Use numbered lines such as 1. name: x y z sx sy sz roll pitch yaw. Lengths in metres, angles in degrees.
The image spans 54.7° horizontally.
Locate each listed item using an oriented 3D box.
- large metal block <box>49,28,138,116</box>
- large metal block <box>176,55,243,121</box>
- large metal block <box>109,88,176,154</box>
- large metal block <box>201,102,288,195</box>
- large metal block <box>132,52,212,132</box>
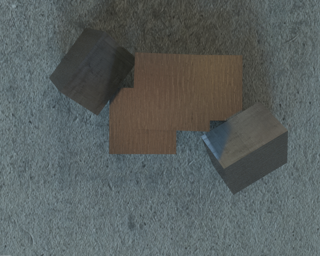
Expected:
1. large metal block: -0.083 -0.071 0.376 0.050 0.080 0.080 36 90 -33
2. large metal block: 0.060 -0.049 0.400 0.081 0.050 0.079 0 90 -1
3. large metal block: -0.021 -0.009 0.396 0.081 0.050 0.079 0 90 -1
4. large metal block: 0.105 0.027 0.378 0.080 0.080 0.050 -31 52 0
5. large metal block: 0.013 -0.038 0.347 0.081 0.050 0.079 2 90 -1
